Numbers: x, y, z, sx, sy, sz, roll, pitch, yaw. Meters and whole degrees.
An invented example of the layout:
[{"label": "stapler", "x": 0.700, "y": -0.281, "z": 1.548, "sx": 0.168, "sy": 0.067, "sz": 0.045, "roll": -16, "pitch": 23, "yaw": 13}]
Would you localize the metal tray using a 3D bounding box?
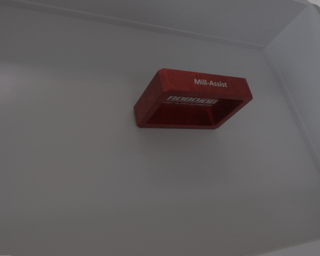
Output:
[{"label": "metal tray", "x": 0.042, "y": -0.033, "z": 0.405, "sx": 0.131, "sy": 0.090, "sz": 0.030, "roll": 1, "pitch": 61, "yaw": -28}]
